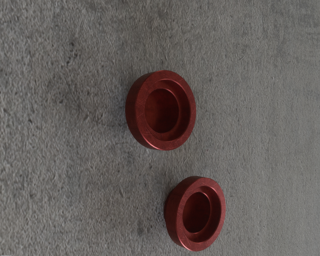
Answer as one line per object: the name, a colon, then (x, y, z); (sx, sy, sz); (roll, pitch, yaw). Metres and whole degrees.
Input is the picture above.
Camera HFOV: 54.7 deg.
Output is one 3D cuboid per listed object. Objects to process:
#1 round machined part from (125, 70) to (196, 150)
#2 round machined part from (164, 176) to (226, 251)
round machined part: (-0.003, -0.022, 0.391); (0.099, 0.042, 0.097); (0, 90, -40)
round machined part: (0.044, 0.115, 0.431); (0.099, 0.042, 0.097); (0, 90, -40)
